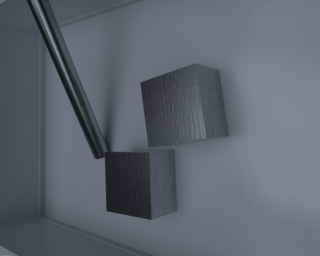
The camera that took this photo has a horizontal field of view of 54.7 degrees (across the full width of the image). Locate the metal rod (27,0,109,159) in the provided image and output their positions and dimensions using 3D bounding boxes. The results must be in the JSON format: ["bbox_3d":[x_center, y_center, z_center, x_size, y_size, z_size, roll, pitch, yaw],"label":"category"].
[{"bbox_3d":[-0.132,-0.089,0.423,0.025,0.025,0.298,3,121,40],"label":"metal rod"}]

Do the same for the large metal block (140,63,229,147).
[{"bbox_3d":[0.028,-0.023,0.366,0.080,0.050,0.080,-12,82,39],"label":"large metal block"}]

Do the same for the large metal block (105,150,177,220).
[{"bbox_3d":[-0.026,0.070,0.410,0.080,0.050,0.079,-3,88,39],"label":"large metal block"}]
